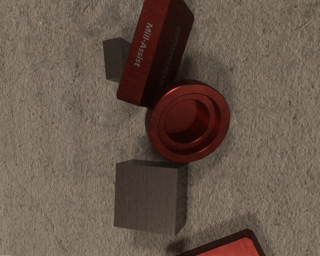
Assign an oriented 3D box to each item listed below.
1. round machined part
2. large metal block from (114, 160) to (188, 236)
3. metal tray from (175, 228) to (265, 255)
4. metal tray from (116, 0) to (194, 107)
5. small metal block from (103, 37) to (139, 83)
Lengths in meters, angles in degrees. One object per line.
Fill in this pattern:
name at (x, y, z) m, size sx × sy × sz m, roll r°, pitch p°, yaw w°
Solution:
round machined part at (0.030, -0.011, 0.371) m, size 0.099 × 0.042 × 0.097 m, roll -6°, pitch 113°, yaw -14°
large metal block at (-0.010, 0.085, 0.398) m, size 0.080 × 0.050 × 0.079 m, roll 2°, pitch 91°, yaw 19°
metal tray at (0.072, 0.191, 0.381) m, size 0.130 × 0.030 × 0.090 m, roll -28°, pitch 81°, yaw 17°
metal tray at (-0.002, -0.089, 0.374) m, size 0.030 × 0.090 × 0.129 m, roll 20°, pitch 97°, yaw 19°
small metal block at (-0.050, -0.088, 0.412) m, size 0.025 × 0.050 × 0.050 m, roll -6°, pitch 88°, yaw 20°
